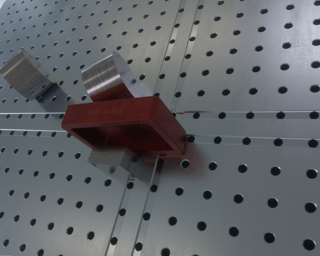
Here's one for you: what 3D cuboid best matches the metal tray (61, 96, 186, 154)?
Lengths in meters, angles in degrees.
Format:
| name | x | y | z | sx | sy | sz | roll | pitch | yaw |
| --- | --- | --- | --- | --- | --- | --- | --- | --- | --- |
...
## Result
| name | x | y | z | sx | sy | sz | roll | pitch | yaw |
| --- | --- | --- | --- | --- | --- | --- | --- | --- | --- |
| metal tray | -0.044 | 0.002 | 0.388 | 0.130 | 0.090 | 0.030 | -3 | 61 | 26 |

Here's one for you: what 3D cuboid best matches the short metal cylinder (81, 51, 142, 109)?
| name | x | y | z | sx | sy | sz | roll | pitch | yaw |
| --- | --- | --- | --- | --- | --- | --- | --- | --- | --- |
| short metal cylinder | -0.068 | -0.063 | 0.447 | 0.050 | 0.080 | 0.080 | -26 | 53 | 12 |

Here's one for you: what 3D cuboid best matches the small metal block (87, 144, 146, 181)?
| name | x | y | z | sx | sy | sz | roll | pitch | yaw |
| --- | --- | --- | --- | --- | --- | --- | --- | --- | --- |
| small metal block | -0.054 | 0.044 | 0.394 | 0.050 | 0.050 | 0.025 | 3 | 63 | 29 |

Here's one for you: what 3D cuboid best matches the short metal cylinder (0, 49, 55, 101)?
| name | x | y | z | sx | sy | sz | roll | pitch | yaw |
| --- | --- | --- | --- | --- | --- | --- | --- | --- | --- |
| short metal cylinder | -0.236 | -0.094 | 0.555 | 0.050 | 0.080 | 0.080 | -42 | 51 | 0 |
